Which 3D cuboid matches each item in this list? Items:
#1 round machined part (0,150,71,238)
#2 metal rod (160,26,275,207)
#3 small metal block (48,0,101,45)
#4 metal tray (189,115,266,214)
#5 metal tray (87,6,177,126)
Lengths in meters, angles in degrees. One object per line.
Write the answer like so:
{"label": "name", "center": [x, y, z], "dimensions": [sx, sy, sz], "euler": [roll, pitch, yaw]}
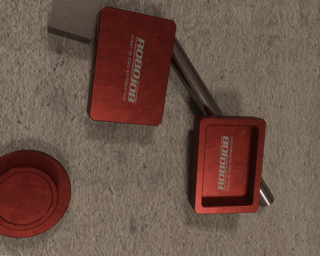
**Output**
{"label": "round machined part", "center": [-0.150, 0.074, 0.345], "dimensions": [0.099, 0.042, 0.097], "euler": [0, 90, -21]}
{"label": "metal rod", "center": [0.081, -0.010, 0.440], "dimensions": [0.025, 0.025, 0.299], "euler": [-37, 102, -16]}
{"label": "small metal block", "center": [-0.103, -0.134, 0.371], "dimensions": [0.050, 0.025, 0.050], "euler": [13, 86, -20]}
{"label": "metal tray", "center": [0.090, 0.049, 0.421], "dimensions": [0.091, 0.030, 0.129], "euler": [1, 99, -9]}
{"label": "metal tray", "center": [-0.036, -0.071, 0.379], "dimensions": [0.091, 0.030, 0.129], "euler": [5, 101, -20]}
